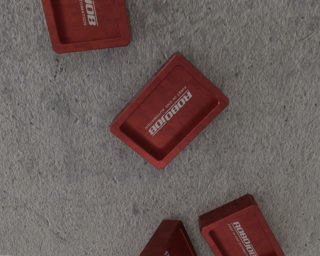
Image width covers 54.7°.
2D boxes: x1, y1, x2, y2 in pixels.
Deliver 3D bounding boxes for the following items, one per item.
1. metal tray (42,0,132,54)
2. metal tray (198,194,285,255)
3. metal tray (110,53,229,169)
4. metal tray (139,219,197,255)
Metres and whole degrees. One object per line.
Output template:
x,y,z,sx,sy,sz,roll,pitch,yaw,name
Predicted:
-0.086,-0.155,0.348,0.091,0.030,0.129,-6,110,2,metal tray
0.127,0.173,0.471,0.090,0.030,0.130,-28,108,9,metal tray
0.011,-0.020,0.399,0.090,0.030,0.130,40,105,-14,metal tray
0.022,0.212,0.451,0.030,0.090,0.129,-9,113,35,metal tray
